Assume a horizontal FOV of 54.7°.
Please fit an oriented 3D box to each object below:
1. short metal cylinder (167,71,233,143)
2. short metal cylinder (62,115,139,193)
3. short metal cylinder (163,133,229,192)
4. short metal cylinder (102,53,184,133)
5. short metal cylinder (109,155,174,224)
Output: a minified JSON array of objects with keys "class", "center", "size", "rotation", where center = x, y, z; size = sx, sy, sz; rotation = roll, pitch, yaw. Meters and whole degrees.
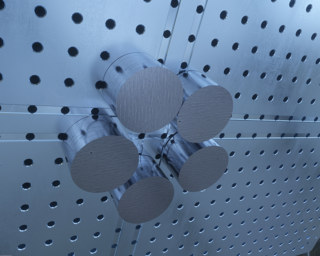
[{"class":"short metal cylinder","center":[0.046,-0.028,0.402],"size":[0.081,0.050,0.079],"rotation":[-14,124,-21]},{"class":"short metal cylinder","center":[-0.072,0.031,0.374],"size":[0.081,0.050,0.079],"rotation":[-14,125,-21]},{"class":"short metal cylinder","center":[0.051,0.046,0.450],"size":[0.081,0.050,0.079],"rotation":[-14,126,-20]},{"class":"short metal cylinder","center":[-0.020,-0.041,0.358],"size":[0.081,0.050,0.079],"rotation":[-14,125,-21]},{"class":"short metal cylinder","center":[-0.027,0.085,0.431],"size":[0.081,0.050,0.079],"rotation":[-13,124,-21]}]
